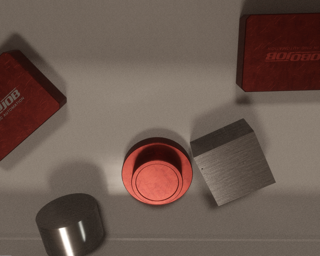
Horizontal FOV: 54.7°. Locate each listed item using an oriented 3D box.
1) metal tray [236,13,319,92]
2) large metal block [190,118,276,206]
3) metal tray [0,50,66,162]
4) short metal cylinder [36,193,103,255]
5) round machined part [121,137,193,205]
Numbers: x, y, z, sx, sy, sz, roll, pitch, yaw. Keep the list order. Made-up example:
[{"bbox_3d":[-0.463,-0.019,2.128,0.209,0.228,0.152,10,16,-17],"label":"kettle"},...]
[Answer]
[{"bbox_3d":[0.163,-0.092,0.377,0.131,0.030,0.089,-2,110,0],"label":"metal tray"},{"bbox_3d":[0.096,0.045,0.416,0.080,0.050,0.080,-25,109,8],"label":"large metal block"},{"bbox_3d":[-0.199,-0.025,0.397,0.130,0.030,0.090,-38,106,12],"label":"metal tray"},{"bbox_3d":[-0.124,0.134,0.430,0.080,0.080,0.050,-8,110,2],"label":"short metal cylinder"},{"bbox_3d":[-0.004,0.065,0.426,0.099,0.042,0.097,0,110,-1],"label":"round machined part"}]
